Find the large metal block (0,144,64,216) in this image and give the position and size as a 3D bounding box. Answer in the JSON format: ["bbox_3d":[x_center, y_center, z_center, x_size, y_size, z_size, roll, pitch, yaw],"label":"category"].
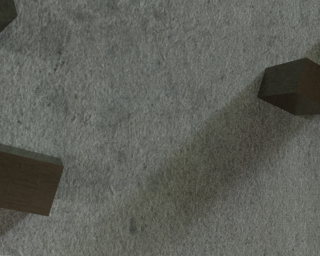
[{"bbox_3d":[-0.151,0.050,0.324,0.081,0.080,0.050,18,84,-20],"label":"large metal block"}]

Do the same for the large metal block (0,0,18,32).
[{"bbox_3d":[-0.196,-0.137,0.307,0.080,0.080,0.050,42,77,-16],"label":"large metal block"}]

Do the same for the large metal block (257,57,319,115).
[{"bbox_3d":[0.208,-0.057,0.458,0.080,0.080,0.050,21,83,-19],"label":"large metal block"}]
